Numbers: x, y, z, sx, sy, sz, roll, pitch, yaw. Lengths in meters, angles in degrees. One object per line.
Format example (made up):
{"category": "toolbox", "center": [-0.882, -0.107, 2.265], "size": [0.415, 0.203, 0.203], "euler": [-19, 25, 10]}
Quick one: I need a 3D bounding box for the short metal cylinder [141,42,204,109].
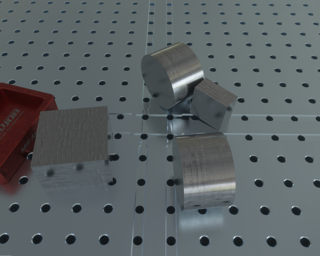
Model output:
{"category": "short metal cylinder", "center": [0.016, -0.073, 0.433], "size": [0.050, 0.080, 0.080], "euler": [-28, 56, -21]}

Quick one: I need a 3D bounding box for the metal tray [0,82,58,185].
{"category": "metal tray", "center": [-0.205, 0.001, 0.401], "size": [0.090, 0.030, 0.130], "euler": [14, 51, 11]}

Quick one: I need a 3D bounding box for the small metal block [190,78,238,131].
{"category": "small metal block", "center": [0.071, -0.031, 0.416], "size": [0.050, 0.050, 0.025], "euler": [35, 58, 21]}

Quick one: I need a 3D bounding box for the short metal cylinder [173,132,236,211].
{"category": "short metal cylinder", "center": [0.044, 0.046, 0.333], "size": [0.050, 0.080, 0.080], "euler": [-5, 50, -4]}

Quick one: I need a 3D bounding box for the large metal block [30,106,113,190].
{"category": "large metal block", "center": [-0.100, 0.023, 0.372], "size": [0.081, 0.050, 0.080], "euler": [-5, 50, -5]}
